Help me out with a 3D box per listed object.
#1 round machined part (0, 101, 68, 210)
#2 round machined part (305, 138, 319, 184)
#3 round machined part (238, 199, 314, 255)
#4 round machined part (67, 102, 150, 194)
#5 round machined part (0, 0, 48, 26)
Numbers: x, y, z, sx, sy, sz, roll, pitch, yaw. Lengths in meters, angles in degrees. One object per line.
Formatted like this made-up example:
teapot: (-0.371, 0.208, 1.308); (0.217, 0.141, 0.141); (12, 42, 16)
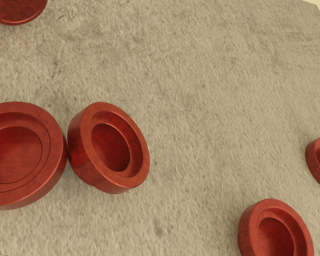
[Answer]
round machined part: (-0.136, 0.027, 0.289); (0.099, 0.042, 0.098); (1, 65, -3)
round machined part: (0.299, 0.058, 0.522); (0.099, 0.042, 0.098); (14, 56, -21)
round machined part: (0.136, 0.141, 0.383); (0.099, 0.042, 0.098); (14, 56, -21)
round machined part: (-0.059, 0.024, 0.332); (0.098, 0.042, 0.098); (39, 35, -34)
round machined part: (-0.173, -0.159, 0.361); (0.099, 0.097, 0.042); (-26, 76, -37)
